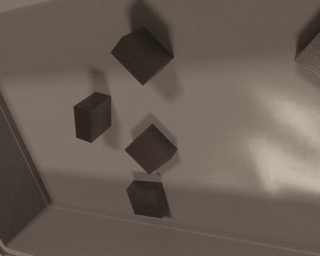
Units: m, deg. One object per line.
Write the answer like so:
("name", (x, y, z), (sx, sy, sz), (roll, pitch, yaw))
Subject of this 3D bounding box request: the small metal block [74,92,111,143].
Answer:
("small metal block", (-0.092, -0.016, 0.429), (0.025, 0.050, 0.050), (18, 125, 18))

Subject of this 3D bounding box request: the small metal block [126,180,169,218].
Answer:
("small metal block", (-0.019, 0.111, 0.486), (0.050, 0.025, 0.050), (-1, 118, 28))

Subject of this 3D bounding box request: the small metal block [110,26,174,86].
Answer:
("small metal block", (-0.019, -0.082, 0.350), (0.050, 0.050, 0.025), (46, 129, -4))

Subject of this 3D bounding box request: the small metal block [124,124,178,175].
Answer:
("small metal block", (-0.013, 0.030, 0.433), (0.050, 0.025, 0.050), (46, 129, -4))

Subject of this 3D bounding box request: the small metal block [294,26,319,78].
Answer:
("small metal block", (0.161, -0.070, 0.281), (0.050, 0.025, 0.050), (36, 129, 3))
